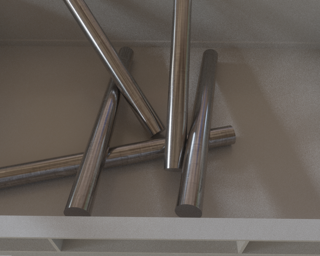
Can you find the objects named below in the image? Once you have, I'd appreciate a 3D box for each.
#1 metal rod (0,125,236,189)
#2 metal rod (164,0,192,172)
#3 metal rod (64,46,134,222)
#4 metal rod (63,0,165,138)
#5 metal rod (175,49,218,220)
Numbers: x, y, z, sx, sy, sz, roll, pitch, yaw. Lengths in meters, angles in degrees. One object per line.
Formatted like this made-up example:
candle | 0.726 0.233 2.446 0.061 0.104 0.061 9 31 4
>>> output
metal rod | -0.055 0.035 0.375 0.302 0.025 0.025 -10 51 -9
metal rod | 0.026 -0.094 0.397 0.025 0.025 0.299 3 72 2
metal rod | -0.066 -0.021 0.398 0.025 0.025 0.300 3 43 3
metal rod | -0.082 -0.118 0.421 0.025 0.025 0.299 -29 82 -22
metal rod | 0.054 -0.020 0.393 0.025 0.025 0.301 8 42 7
